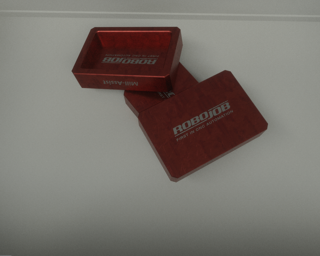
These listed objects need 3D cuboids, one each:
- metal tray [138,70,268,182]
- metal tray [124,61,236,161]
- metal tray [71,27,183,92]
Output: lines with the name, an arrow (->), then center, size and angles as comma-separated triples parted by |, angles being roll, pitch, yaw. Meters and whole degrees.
metal tray -> 0.050, -0.004, 0.377 | 0.131, 0.030, 0.090 | -27, 73, -10
metal tray -> 0.025, -0.020, 0.415 | 0.090, 0.030, 0.130 | -36, 74, -13
metal tray -> -0.041, -0.095, 0.417 | 0.131, 0.030, 0.090 | 5, 58, 14
